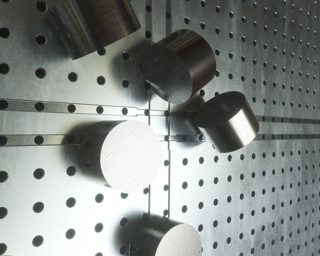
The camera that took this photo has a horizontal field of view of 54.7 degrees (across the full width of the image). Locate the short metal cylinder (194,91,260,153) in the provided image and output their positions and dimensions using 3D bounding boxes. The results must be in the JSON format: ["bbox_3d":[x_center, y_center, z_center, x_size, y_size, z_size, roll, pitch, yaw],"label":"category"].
[{"bbox_3d":[0.097,-0.009,0.454,0.080,0.080,0.050,-51,120,-28],"label":"short metal cylinder"}]

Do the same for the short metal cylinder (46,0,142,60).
[{"bbox_3d":[-0.066,-0.110,0.317,0.080,0.080,0.050,-40,115,-33],"label":"short metal cylinder"}]

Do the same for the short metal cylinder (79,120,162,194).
[{"bbox_3d":[-0.045,0.031,0.355,0.081,0.050,0.079,-1,91,-40],"label":"short metal cylinder"}]

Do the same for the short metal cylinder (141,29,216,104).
[{"bbox_3d":[0.023,-0.077,0.392,0.050,0.080,0.080,-40,115,-33],"label":"short metal cylinder"}]

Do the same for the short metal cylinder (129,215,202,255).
[{"bbox_3d":[0.008,0.158,0.399,0.081,0.050,0.079,0,90,-40],"label":"short metal cylinder"}]
